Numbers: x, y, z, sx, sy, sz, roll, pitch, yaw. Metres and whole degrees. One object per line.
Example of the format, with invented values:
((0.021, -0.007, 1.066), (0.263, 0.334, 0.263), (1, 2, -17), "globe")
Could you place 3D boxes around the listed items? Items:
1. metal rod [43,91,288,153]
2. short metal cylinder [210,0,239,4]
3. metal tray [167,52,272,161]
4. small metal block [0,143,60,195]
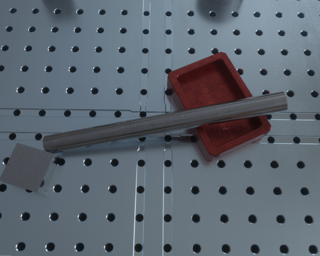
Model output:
((0.002, -0.005, 0.387), (0.302, 0.025, 0.025), (-10, 70, 6), "metal rod")
((0.105, -0.246, 0.490), (0.081, 0.050, 0.080), (0, 70, -1), "short metal cylinder")
((0.077, -0.031, 0.421), (0.091, 0.030, 0.130), (-23, 72, -9), "metal tray")
((-0.163, 0.052, 0.391), (0.050, 0.025, 0.050), (16, 71, 5), "small metal block")
